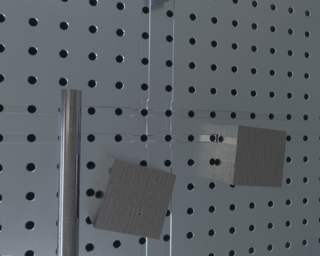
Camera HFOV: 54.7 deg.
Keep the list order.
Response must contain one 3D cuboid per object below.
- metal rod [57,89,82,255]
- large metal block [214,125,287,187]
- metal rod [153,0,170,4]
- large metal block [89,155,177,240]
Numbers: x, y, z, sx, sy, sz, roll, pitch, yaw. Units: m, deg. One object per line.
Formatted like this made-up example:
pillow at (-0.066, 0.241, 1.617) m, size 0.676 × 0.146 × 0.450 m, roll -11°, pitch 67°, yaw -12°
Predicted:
metal rod at (-0.110, 0.104, 0.372) m, size 0.025 × 0.025 × 0.298 m, roll 1°, pitch 90°, yaw -20°
large metal block at (0.129, 0.040, 0.447) m, size 0.081 × 0.050 × 0.080 m, roll 7°, pitch 88°, yaw -20°
metal rod at (-0.026, -0.316, 0.402) m, size 0.025 × 0.025 × 0.298 m, roll -13°, pitch 94°, yaw -20°
large metal block at (-0.035, 0.085, 0.387) m, size 0.081 × 0.050 × 0.080 m, roll 17°, pitch 84°, yaw -19°
